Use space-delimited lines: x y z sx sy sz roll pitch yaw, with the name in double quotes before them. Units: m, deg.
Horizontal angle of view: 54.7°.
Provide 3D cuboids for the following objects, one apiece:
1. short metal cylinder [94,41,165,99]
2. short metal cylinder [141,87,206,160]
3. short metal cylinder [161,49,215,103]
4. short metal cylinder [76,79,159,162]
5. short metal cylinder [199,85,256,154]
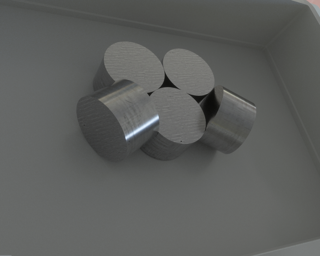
"short metal cylinder" -0.041 -0.065 0.405 0.081 0.050 0.080 14 56 -21
"short metal cylinder" 0.011 -0.005 0.396 0.081 0.050 0.080 14 56 -21
"short metal cylinder" 0.030 -0.066 0.444 0.081 0.050 0.080 14 56 -21
"short metal cylinder" -0.048 -0.008 0.348 0.050 0.080 0.080 -35 81 -38
"short metal cylinder" 0.084 -0.011 0.420 0.050 0.080 0.080 26 53 -12
